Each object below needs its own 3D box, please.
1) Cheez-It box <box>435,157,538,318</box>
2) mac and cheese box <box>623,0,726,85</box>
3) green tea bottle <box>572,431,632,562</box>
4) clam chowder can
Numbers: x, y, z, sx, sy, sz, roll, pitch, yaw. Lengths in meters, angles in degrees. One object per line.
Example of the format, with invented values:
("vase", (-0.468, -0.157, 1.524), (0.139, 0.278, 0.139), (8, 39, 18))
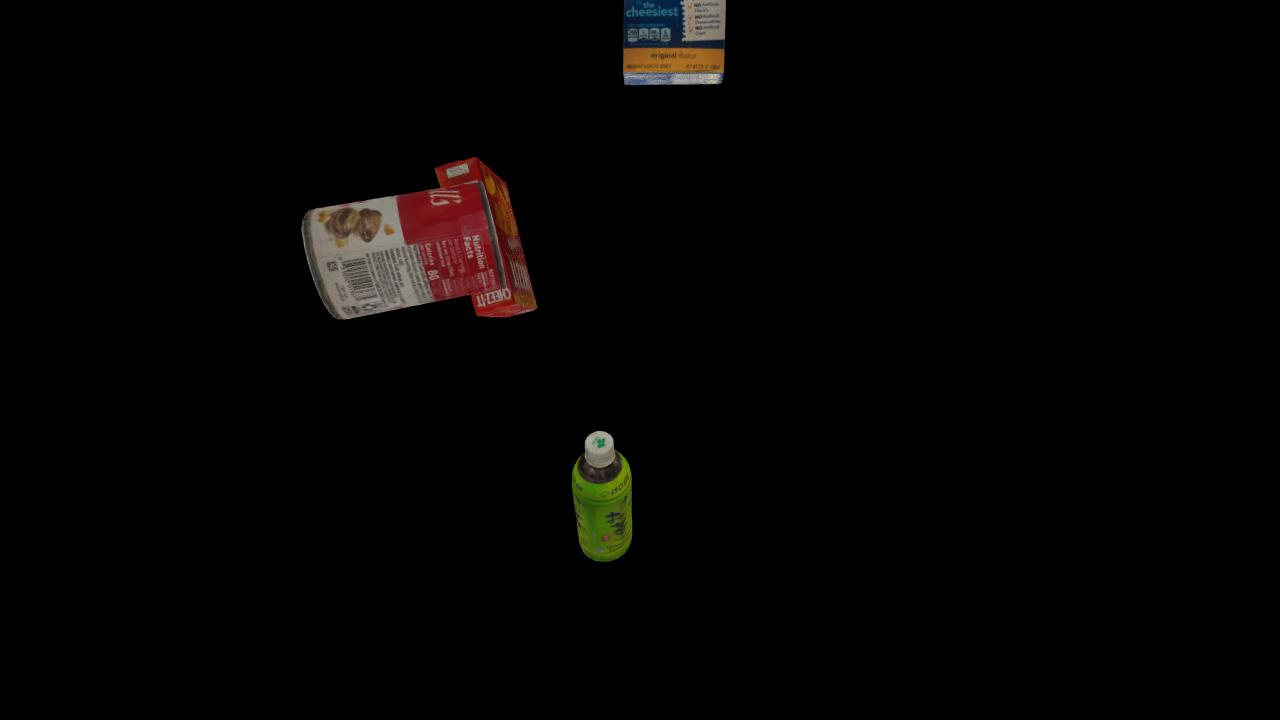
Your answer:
("Cheez-It box", (-0.230, -0.179, 0.953), (0.071, 0.223, 0.166), (-14, 2, 3))
("mac and cheese box", (0.031, -0.345, 0.547), (0.093, 0.184, 0.041), (0, 7, 3))
("green tea bottle", (-0.044, 0.158, 0.721), (0.073, 0.212, 0.073), (0, 44, 0))
("clam chowder can", (-0.139, -0.066, 0.373), (0.102, 0.068, 0.068), (-14, 3, -12))
